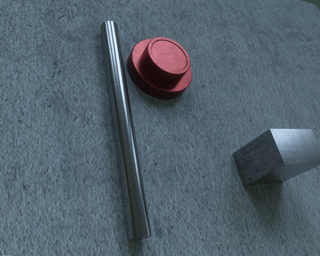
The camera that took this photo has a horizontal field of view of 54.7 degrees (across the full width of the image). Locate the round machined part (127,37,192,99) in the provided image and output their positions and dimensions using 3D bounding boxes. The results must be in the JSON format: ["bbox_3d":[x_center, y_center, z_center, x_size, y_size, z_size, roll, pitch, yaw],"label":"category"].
[{"bbox_3d":[0.005,-0.094,0.455,0.099,0.042,0.098,14,56,-21],"label":"round machined part"}]

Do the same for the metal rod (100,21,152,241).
[{"bbox_3d":[-0.048,-0.016,0.389,0.025,0.025,0.299,3,60,-27],"label":"metal rod"}]

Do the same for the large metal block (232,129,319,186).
[{"bbox_3d":[0.164,0.042,0.434,0.081,0.080,0.050,1,62,-28],"label":"large metal block"}]
